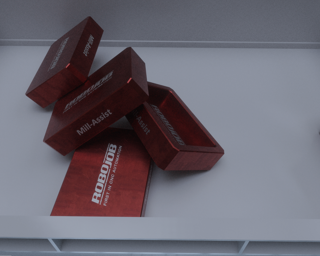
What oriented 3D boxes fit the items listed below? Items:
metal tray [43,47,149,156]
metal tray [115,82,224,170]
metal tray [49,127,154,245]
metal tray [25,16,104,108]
[{"bbox_3d":[-0.076,-0.033,0.373,0.130,0.030,0.090,-32,34,17],"label":"metal tray"},{"bbox_3d":[0.008,-0.007,0.375,0.091,0.030,0.130,7,37,-45],"label":"metal tray"},{"bbox_3d":[-0.058,0.058,0.352,0.090,0.030,0.130,6,50,5],"label":"metal tray"},{"bbox_3d":[-0.134,-0.097,0.447,0.090,0.030,0.130,-25,40,27],"label":"metal tray"}]
